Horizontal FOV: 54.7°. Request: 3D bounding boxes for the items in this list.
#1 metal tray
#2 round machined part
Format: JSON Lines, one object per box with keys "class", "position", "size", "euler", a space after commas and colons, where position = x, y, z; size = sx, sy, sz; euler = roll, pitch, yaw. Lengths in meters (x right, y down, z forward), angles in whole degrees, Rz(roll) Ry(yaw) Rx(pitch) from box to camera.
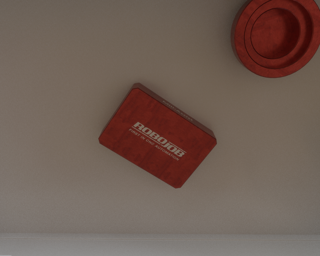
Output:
{"class": "metal tray", "position": [-0.003, 0.012, 0.413], "size": [0.130, 0.030, 0.090], "euler": [33, 107, -12]}
{"class": "round machined part", "position": [0.132, -0.111, 0.363], "size": [0.099, 0.042, 0.097], "euler": [0, 110, -1]}
